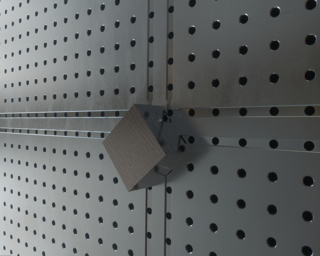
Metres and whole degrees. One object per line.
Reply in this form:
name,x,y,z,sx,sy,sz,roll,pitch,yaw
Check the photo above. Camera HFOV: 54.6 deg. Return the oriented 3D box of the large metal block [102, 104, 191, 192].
large metal block,-0.020,0.025,0.411,0.080,0.050,0.080,-47,62,30
